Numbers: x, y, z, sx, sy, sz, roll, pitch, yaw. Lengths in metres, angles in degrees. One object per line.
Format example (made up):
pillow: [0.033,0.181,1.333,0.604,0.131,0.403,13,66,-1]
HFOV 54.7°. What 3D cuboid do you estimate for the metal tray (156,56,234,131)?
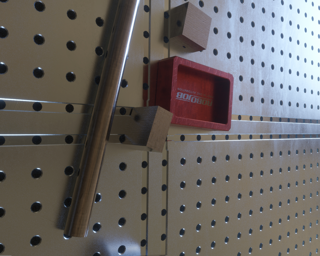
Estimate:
metal tray: [0.054,-0.045,0.453,0.131,0.030,0.089,7,86,-40]

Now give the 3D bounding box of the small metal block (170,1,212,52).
small metal block: [0.046,-0.145,0.449,0.050,0.025,0.050,19,78,-39]

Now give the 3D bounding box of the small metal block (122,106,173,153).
small metal block: [-0.016,0.001,0.381,0.025,0.050,0.050,27,73,-37]

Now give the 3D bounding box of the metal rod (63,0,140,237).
metal rod: [-0.062,-0.030,0.358,0.025,0.025,0.299,19,78,-39]
